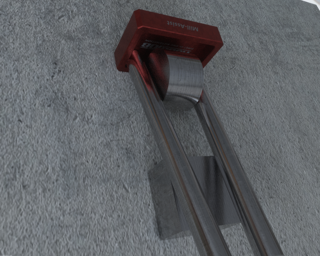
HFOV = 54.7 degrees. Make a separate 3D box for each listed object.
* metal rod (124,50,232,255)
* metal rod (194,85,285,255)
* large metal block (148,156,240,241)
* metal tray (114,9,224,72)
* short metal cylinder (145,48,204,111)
[{"bbox_3d":[0.007,0.009,0.346,0.025,0.025,0.300,2,46,-28],"label":"metal rod"},{"bbox_3d":[0.070,0.011,0.378,0.025,0.025,0.300,8,43,-24],"label":"metal rod"},{"bbox_3d":[0.039,0.080,0.361,0.081,0.050,0.080,2,61,-28],"label":"large metal block"},{"bbox_3d":[0.011,-0.112,0.439,0.131,0.090,0.030,2,61,-28],"label":"metal tray"},{"bbox_3d":[0.015,-0.064,0.419,0.050,0.080,0.080,2,61,-28],"label":"short metal cylinder"}]
